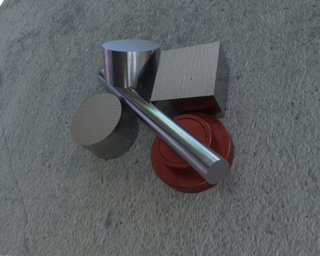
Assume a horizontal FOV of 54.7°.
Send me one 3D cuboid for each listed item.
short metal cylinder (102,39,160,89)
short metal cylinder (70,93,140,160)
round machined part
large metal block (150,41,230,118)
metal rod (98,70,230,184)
[{"bbox_3d":[-0.040,-0.094,0.444,0.081,0.050,0.080,1,27,0],"label":"short metal cylinder"},{"bbox_3d":[-0.076,-0.002,0.431,0.080,0.050,0.080,-13,56,21],"label":"short metal cylinder"},{"bbox_3d":[0.033,0.023,0.362,0.098,0.042,0.098,-13,56,21],"label":"round machined part"},{"bbox_3d":[0.042,-0.058,0.401,0.080,0.050,0.080,-3,60,26],"label":"large metal block"},{"bbox_3d":[-0.019,-0.023,0.386,0.025,0.025,0.300,-45,38,-3],"label":"metal rod"}]
